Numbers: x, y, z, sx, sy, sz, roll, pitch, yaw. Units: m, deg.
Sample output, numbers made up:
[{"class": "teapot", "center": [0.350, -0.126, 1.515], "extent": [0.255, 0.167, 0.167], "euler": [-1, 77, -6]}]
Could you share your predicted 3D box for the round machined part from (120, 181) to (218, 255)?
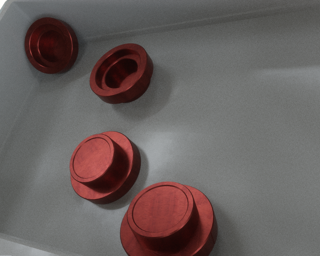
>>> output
[{"class": "round machined part", "center": [0.006, 0.093, 0.313], "extent": [0.098, 0.042, 0.098], "euler": [-13, 35, 9]}]

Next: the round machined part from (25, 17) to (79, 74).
[{"class": "round machined part", "center": [-0.192, -0.149, 0.566], "extent": [0.098, 0.042, 0.097], "euler": [3, 101, 16]}]

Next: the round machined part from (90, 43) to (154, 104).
[{"class": "round machined part", "center": [-0.054, -0.077, 0.471], "extent": [0.098, 0.042, 0.098], "euler": [-13, 56, 21]}]

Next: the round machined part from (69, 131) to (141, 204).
[{"class": "round machined part", "center": [-0.078, 0.047, 0.408], "extent": [0.098, 0.042, 0.098], "euler": [-13, 56, 21]}]
